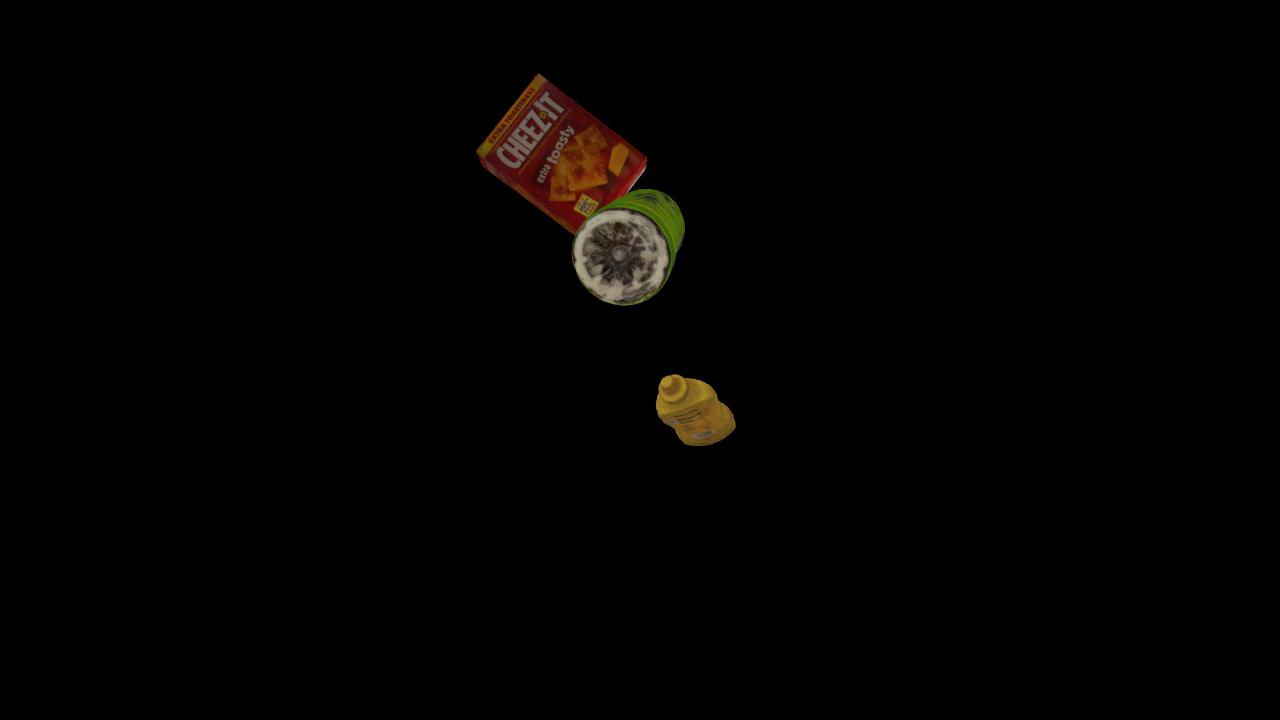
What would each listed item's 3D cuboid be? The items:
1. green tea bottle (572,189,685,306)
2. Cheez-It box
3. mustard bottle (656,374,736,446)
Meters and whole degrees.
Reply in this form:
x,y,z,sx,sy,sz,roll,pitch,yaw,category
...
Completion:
x,y,z,sx,sy,sz,roll,pitch,yaw,category
0.001,-0.102,0.505,0.073,0.073,0.212,0,18,8,green tea bottle
-0.124,-0.322,0.996,0.223,0.166,0.071,37,-5,-1,Cheez-It box
0.072,0.069,0.894,0.092,0.054,0.184,-15,-32,19,mustard bottle
